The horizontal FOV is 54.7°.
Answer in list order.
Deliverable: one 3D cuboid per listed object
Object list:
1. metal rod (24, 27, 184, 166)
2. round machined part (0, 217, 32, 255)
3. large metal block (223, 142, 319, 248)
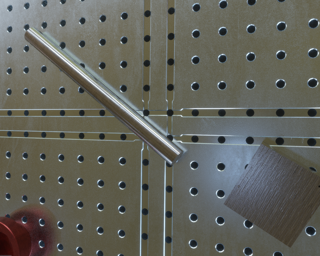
[{"bbox_3d":[-0.089,-0.053,0.443,0.300,0.025,0.025,40,103,15],"label":"metal rod"},{"bbox_3d":[-0.245,0.189,0.490,0.098,0.042,0.097,0,90,20],"label":"round machined part"},{"bbox_3d":[0.132,0.071,0.353,0.080,0.050,0.080,32,100,17],"label":"large metal block"}]
